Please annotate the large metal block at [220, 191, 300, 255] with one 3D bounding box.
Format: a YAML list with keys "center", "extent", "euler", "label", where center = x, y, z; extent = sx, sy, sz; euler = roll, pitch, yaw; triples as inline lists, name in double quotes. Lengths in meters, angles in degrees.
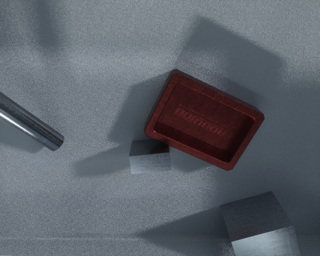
- center: [0.137, 0.142, 0.436]
  extent: [0.080, 0.080, 0.050]
  euler: [-17, 109, 6]
  label: "large metal block"

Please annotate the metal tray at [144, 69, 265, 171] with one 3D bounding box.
- center: [0.056, -0.009, 0.406]
  extent: [0.131, 0.030, 0.089]
  euler: [24, 108, -9]
  label: "metal tray"

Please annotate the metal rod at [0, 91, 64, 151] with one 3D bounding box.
- center: [-0.217, -0.059, 0.319]
  extent: [0.025, 0.025, 0.300]
  euler: [-34, 133, 11]
  label: "metal rod"

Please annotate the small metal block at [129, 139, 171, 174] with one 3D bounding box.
- center: [-0.012, 0.036, 0.411]
  extent: [0.050, 0.050, 0.025]
  euler: [-6, 110, 2]
  label: "small metal block"
